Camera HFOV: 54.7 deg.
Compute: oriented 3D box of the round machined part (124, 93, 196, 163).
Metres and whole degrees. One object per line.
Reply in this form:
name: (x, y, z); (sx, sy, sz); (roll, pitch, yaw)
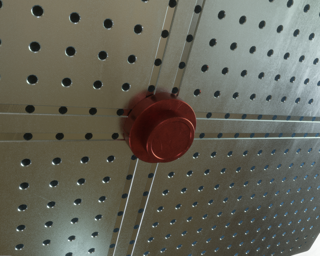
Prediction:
round machined part: (0.006, 0.007, 0.409); (0.099, 0.042, 0.097); (-14, 125, -21)
